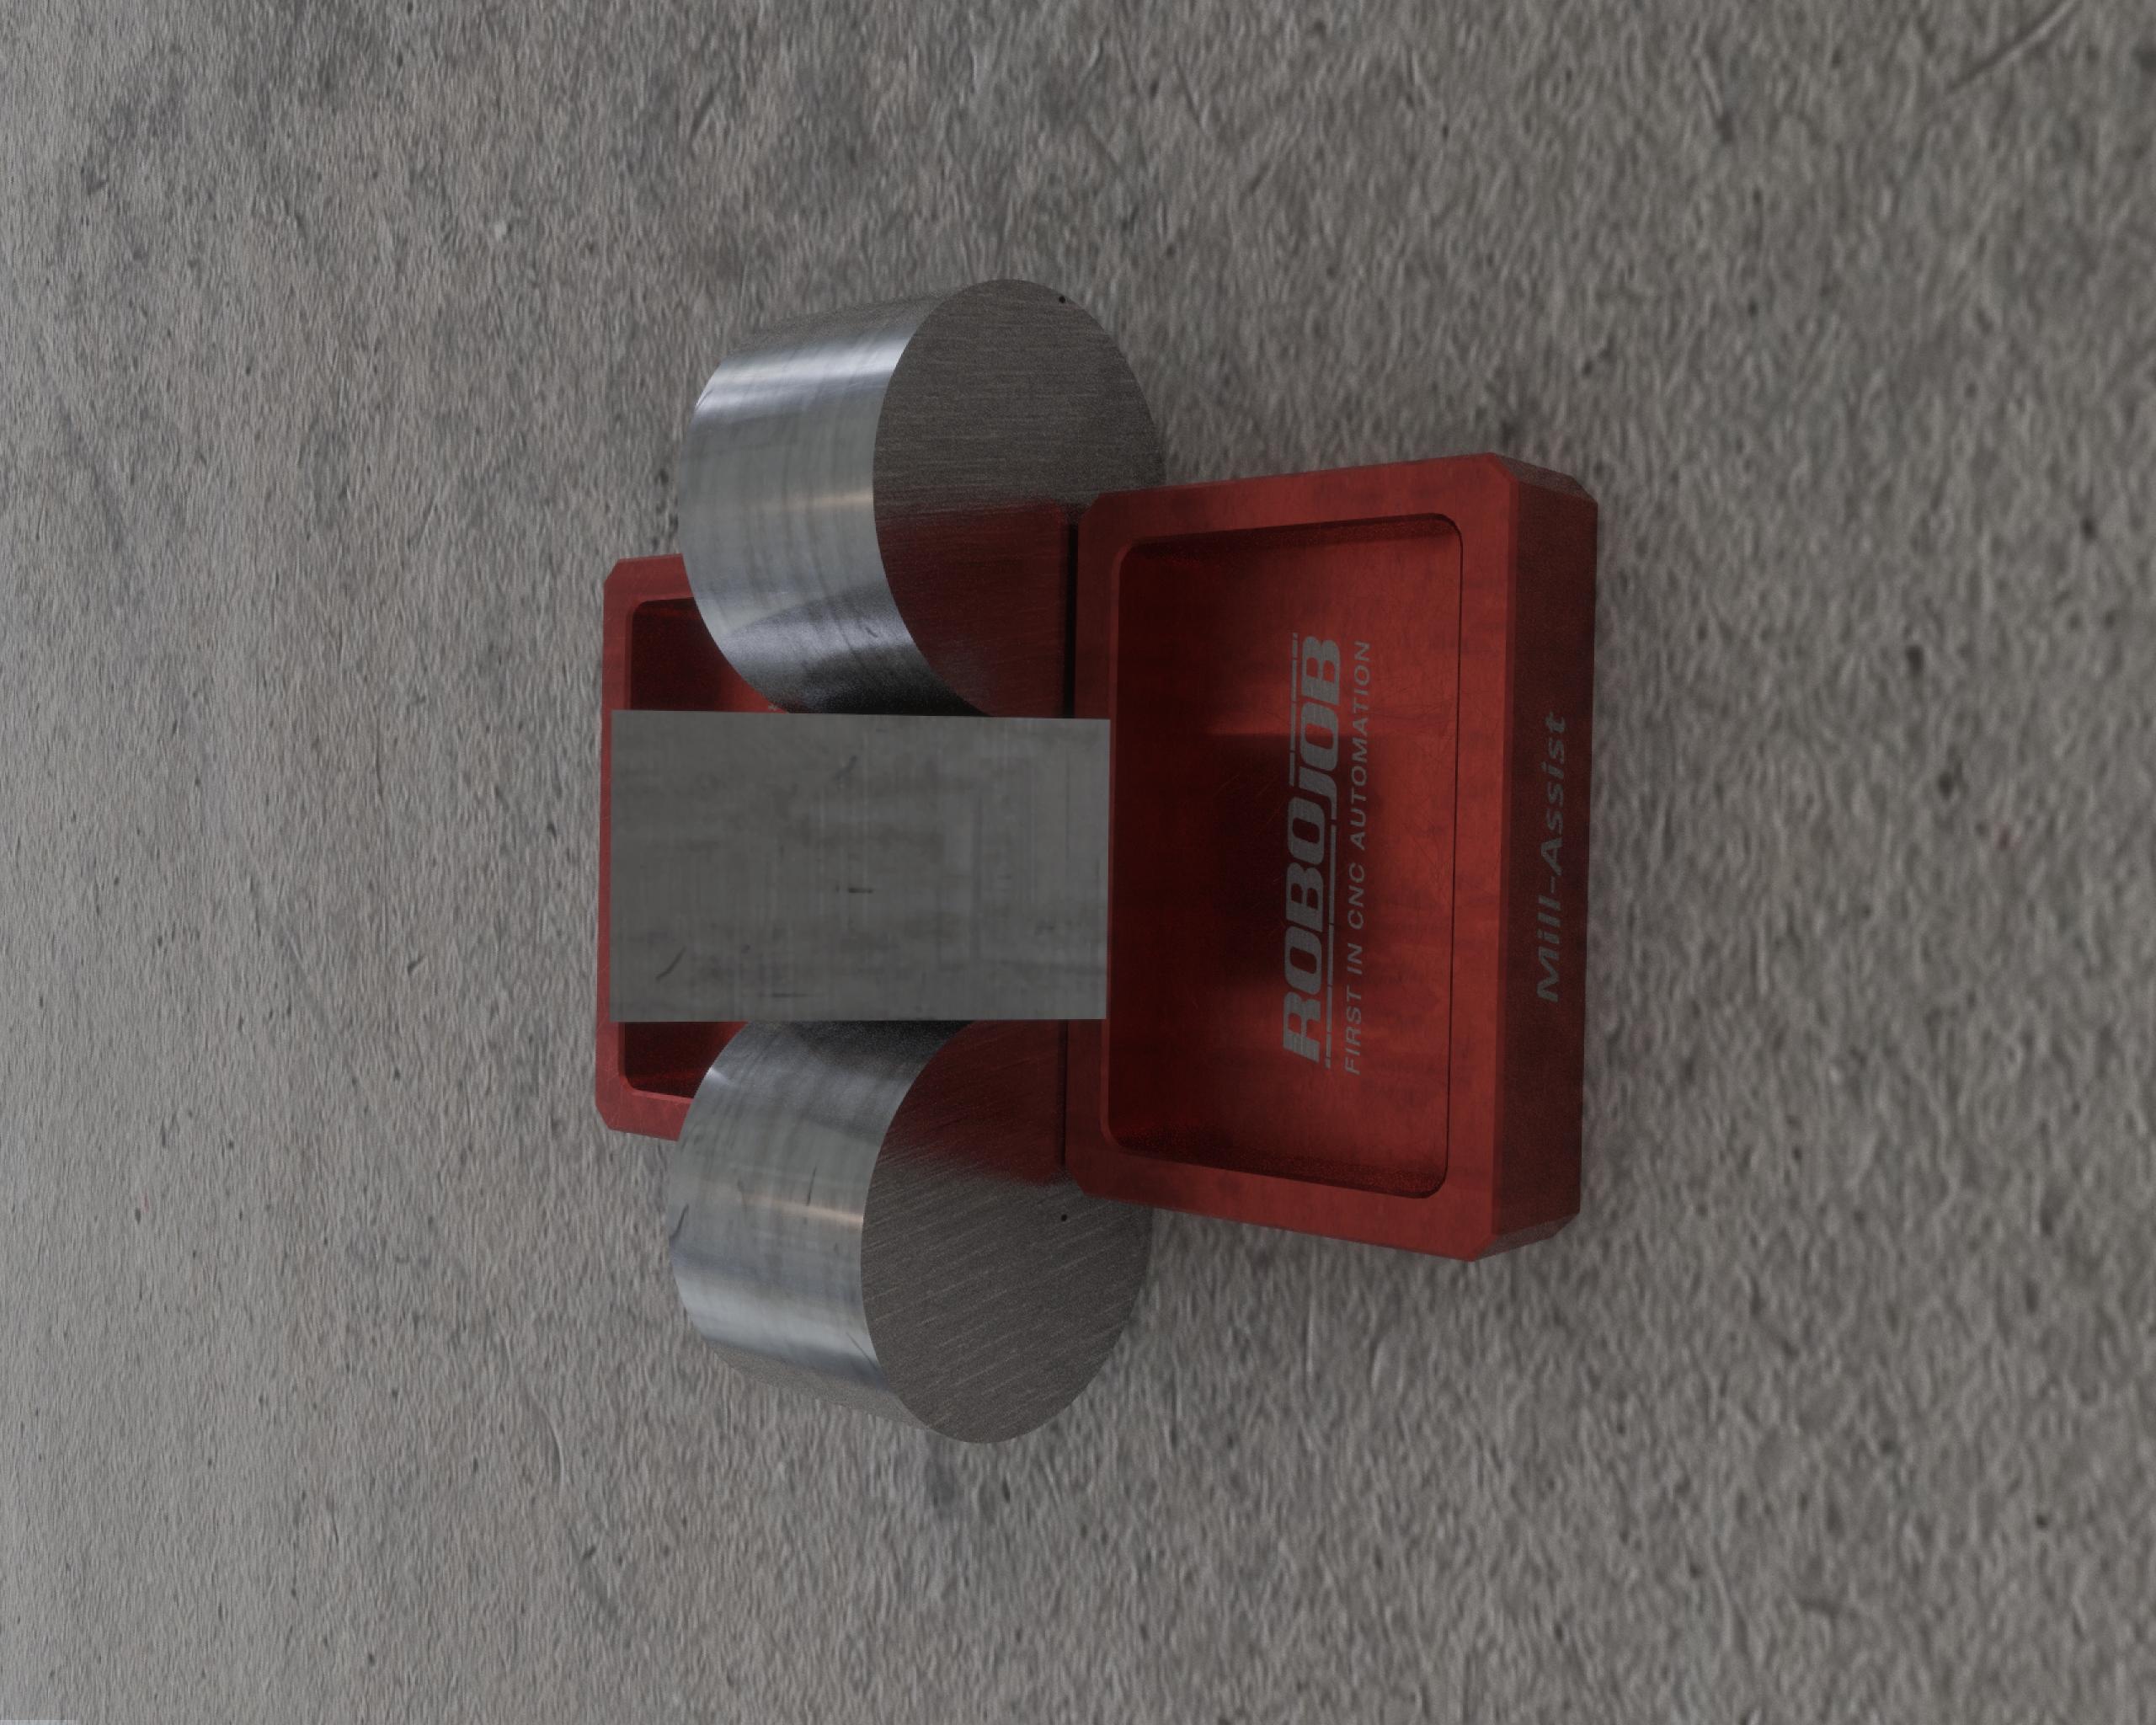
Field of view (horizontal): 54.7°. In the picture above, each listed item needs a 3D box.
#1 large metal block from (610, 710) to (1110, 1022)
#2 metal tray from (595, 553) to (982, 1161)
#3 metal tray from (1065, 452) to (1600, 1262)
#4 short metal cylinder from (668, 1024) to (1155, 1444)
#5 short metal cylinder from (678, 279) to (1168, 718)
[{"bbox_3d":[-0.041,0.000,0.378,0.080,0.081,0.050,-170,81,-80],"label":"large metal block"},{"bbox_3d":[-0.065,-0.003,0.458,0.090,0.030,0.129,2,91,40],"label":"metal tray"},{"bbox_3d":[0.043,-0.002,0.369,0.090,0.030,0.129,2,91,40],"label":"metal tray"},{"bbox_3d":[-0.030,0.064,0.395,0.050,0.081,0.079,3,92,40],"label":"short metal cylinder"},{"bbox_3d":[-0.027,-0.066,0.393,0.050,0.081,0.079,3,92,40],"label":"short metal cylinder"}]
